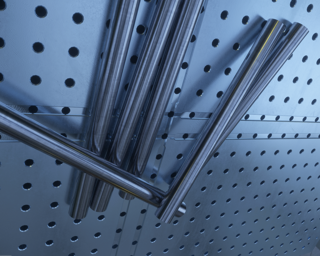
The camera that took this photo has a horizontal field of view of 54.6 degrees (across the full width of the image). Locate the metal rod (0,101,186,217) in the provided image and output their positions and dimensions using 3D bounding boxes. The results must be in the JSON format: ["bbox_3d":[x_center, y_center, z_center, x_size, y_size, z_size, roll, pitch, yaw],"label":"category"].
[{"bbox_3d":[-0.064,0.053,0.374,0.025,0.025,0.301,-48,129,6],"label":"metal rod"}]

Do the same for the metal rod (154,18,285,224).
[{"bbox_3d":[0.078,-0.008,0.413,0.025,0.025,0.299,29,91,-38],"label":"metal rod"}]

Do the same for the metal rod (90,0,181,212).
[{"bbox_3d":[-0.035,-0.022,0.377,0.025,0.025,0.298,8,115,-32],"label":"metal rod"}]

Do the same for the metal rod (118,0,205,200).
[{"bbox_3d":[-0.001,-0.036,0.387,0.025,0.025,0.298,6,116,-31],"label":"metal rod"}]

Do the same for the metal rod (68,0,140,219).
[{"bbox_3d":[-0.069,-0.016,0.363,0.025,0.025,0.298,4,117,-30],"label":"metal rod"}]

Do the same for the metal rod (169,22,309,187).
[{"bbox_3d":[0.110,-0.020,0.457,0.025,0.025,0.299,28,103,-38],"label":"metal rod"}]
